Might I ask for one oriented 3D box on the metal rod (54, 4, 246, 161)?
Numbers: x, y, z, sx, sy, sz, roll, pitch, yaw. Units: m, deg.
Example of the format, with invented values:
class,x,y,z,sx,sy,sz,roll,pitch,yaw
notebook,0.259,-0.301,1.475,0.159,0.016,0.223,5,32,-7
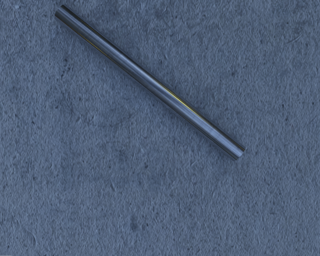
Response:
class,x,y,z,sx,sy,sz,roll,pitch,yaw
metal rod,-0.013,-0.059,0.409,0.300,0.025,0.025,38,90,0
